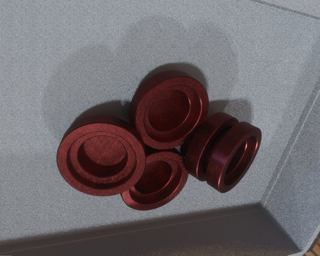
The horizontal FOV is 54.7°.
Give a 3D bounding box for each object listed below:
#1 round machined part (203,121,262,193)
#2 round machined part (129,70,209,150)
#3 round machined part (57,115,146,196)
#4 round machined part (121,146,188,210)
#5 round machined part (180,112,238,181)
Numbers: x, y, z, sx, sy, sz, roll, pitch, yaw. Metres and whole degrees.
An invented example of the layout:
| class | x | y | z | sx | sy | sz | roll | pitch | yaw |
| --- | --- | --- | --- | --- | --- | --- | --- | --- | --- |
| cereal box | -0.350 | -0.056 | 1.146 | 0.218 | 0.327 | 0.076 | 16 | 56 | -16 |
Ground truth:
| class | x | y | z | sx | sy | sz | roll | pitch | yaw |
| --- | --- | --- | --- | --- | --- | --- | --- | --- | --- |
| round machined part | 0.091 | 0.034 | 0.416 | 0.099 | 0.042 | 0.097 | -33 | 140 | -34 |
| round machined part | 0.008 | -0.025 | 0.383 | 0.099 | 0.042 | 0.097 | -14 | 124 | -21 |
| round machined part | -0.066 | 0.028 | 0.364 | 0.099 | 0.042 | 0.097 | -2 | 116 | -4 |
| round machined part | -0.013 | 0.062 | 0.426 | 0.099 | 0.042 | 0.097 | -14 | 124 | -21 |
| round machined part | 0.066 | 0.021 | 0.431 | 0.099 | 0.042 | 0.097 | -33 | 139 | -34 |
